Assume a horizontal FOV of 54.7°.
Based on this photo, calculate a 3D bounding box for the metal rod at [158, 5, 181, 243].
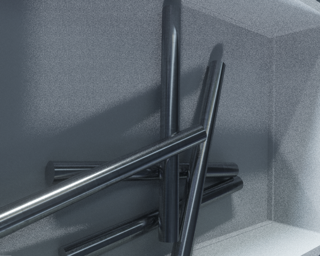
[{"bbox_3d":[0.013,-0.012,0.395,0.025,0.025,0.298,9,78,-40],"label":"metal rod"}]

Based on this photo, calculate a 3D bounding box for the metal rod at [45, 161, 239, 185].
[{"bbox_3d":[0.004,0.057,0.410,0.302,0.025,0.025,6,87,-40],"label":"metal rod"}]

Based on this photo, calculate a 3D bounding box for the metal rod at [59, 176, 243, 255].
[{"bbox_3d":[0.014,0.114,0.419,0.302,0.025,0.025,-11,97,-40],"label":"metal rod"}]

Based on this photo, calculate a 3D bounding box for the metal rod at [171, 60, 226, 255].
[{"bbox_3d":[0.056,0.037,0.428,0.025,0.025,0.299,31,63,-36],"label":"metal rod"}]

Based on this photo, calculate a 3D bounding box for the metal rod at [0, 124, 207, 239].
[{"bbox_3d":[-0.067,0.054,0.317,0.302,0.025,0.025,-22,104,-32],"label":"metal rod"}]
